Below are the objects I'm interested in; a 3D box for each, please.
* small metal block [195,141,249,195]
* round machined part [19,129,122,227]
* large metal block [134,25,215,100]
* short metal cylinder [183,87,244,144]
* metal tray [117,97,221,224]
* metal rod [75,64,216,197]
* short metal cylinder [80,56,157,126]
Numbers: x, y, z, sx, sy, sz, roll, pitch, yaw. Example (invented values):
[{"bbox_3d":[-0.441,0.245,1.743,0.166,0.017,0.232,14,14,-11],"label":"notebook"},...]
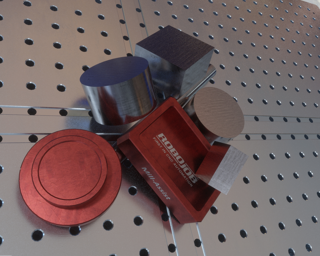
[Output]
[{"bbox_3d":[0.071,0.045,0.365,0.025,0.050,0.050,32,87,-11],"label":"small metal block"},{"bbox_3d":[-0.087,0.046,0.306,0.099,0.042,0.098,4,68,-10],"label":"round machined part"},{"bbox_3d":[0.019,-0.097,0.446,0.080,0.050,0.080,32,49,18],"label":"large metal block"},{"bbox_3d":[0.070,-0.011,0.435,0.081,0.050,0.080,14,56,-21],"label":"short metal cylinder"},{"bbox_3d":[0.021,0.038,0.375,0.130,0.030,0.090,52,51,-7],"label":"metal tray"},{"bbox_3d":[-0.004,-0.013,0.416,0.025,0.025,0.302,44,52,2],"label":"metal rod"},{"bbox_3d":[-0.048,-0.046,0.368,0.080,0.050,0.080,-9,33,6],"label":"short metal cylinder"}]
